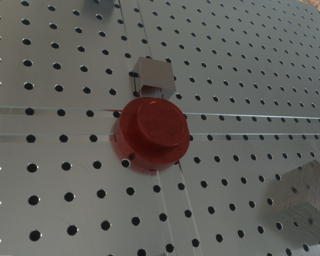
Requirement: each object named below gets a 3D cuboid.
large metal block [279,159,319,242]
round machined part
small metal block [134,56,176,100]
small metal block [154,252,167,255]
[{"bbox_3d":[0.233,0.108,0.455,0.080,0.050,0.080,38,51,-3],"label":"large metal block"},{"bbox_3d":[-0.004,0.001,0.396,0.099,0.042,0.098,14,56,-21],"label":"round machined part"},{"bbox_3d":[-0.008,-0.072,0.449,0.050,0.025,0.050,6,59,-25],"label":"small metal block"},{"bbox_3d":[-0.016,0.149,0.294,0.050,0.050,0.025,-32,80,-38],"label":"small metal block"}]
